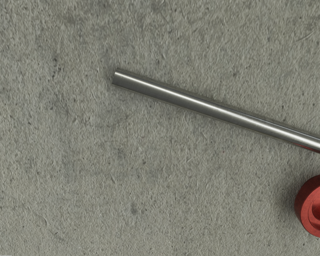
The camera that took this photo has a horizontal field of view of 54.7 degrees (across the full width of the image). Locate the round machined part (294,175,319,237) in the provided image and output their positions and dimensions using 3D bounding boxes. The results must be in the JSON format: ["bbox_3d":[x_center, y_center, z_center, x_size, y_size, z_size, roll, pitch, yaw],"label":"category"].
[{"bbox_3d":[0.241,0.105,0.443,0.099,0.042,0.097,0,110,-1],"label":"round machined part"}]

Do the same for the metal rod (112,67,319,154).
[{"bbox_3d":[0.086,-0.019,0.404,0.302,0.025,0.025,18,109,-7],"label":"metal rod"}]
